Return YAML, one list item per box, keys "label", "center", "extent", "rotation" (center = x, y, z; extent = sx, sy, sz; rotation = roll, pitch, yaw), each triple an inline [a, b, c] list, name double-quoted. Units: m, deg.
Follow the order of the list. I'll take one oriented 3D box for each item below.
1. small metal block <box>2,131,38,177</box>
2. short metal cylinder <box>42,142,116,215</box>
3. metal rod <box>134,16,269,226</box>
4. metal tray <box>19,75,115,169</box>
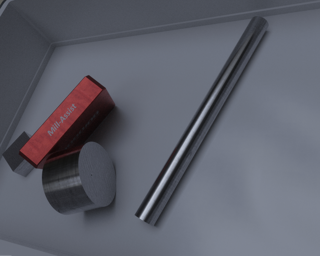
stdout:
- label: "small metal block"
  center: [-0.214, 0.041, 0.490]
  extent: [0.050, 0.025, 0.050]
  rotation: [-49, 52, -7]
- label: "short metal cylinder"
  center: [-0.097, 0.062, 0.382]
  extent: [0.050, 0.080, 0.080]
  rotation: [-17, 55, 18]
- label: "metal rod"
  center: [0.059, -0.019, 0.385]
  extent: [0.025, 0.025, 0.300]
  rotation: [22, 73, 35]
- label: "metal tray"
  center: [-0.120, -0.002, 0.424]
  extent: [0.030, 0.090, 0.130]
  rotation: [38, 82, 7]
